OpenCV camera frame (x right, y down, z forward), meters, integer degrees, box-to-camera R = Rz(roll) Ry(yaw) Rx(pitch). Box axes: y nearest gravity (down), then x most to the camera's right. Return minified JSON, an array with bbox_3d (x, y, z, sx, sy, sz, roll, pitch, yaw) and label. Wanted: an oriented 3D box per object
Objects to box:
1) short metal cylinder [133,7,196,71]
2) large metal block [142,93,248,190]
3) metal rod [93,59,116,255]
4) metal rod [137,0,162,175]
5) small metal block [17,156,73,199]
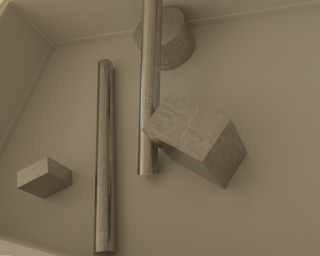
[{"bbox_3d":[0.008,-0.133,0.466,0.080,0.050,0.080,-13,56,20],"label":"short metal cylinder"},{"bbox_3d":[0.040,0.015,0.339,0.080,0.080,0.050,27,76,37],"label":"large metal block"},{"bbox_3d":[-0.077,0.018,0.433,0.025,0.025,0.299,-18,55,17],"label":"metal rod"},{"bbox_3d":[-0.011,-0.092,0.387,0.025,0.025,0.298,0,87,28],"label":"metal rod"},{"bbox_3d":[-0.158,0.070,0.428,0.050,0.050,0.025,-27,53,11],"label":"small metal block"}]
